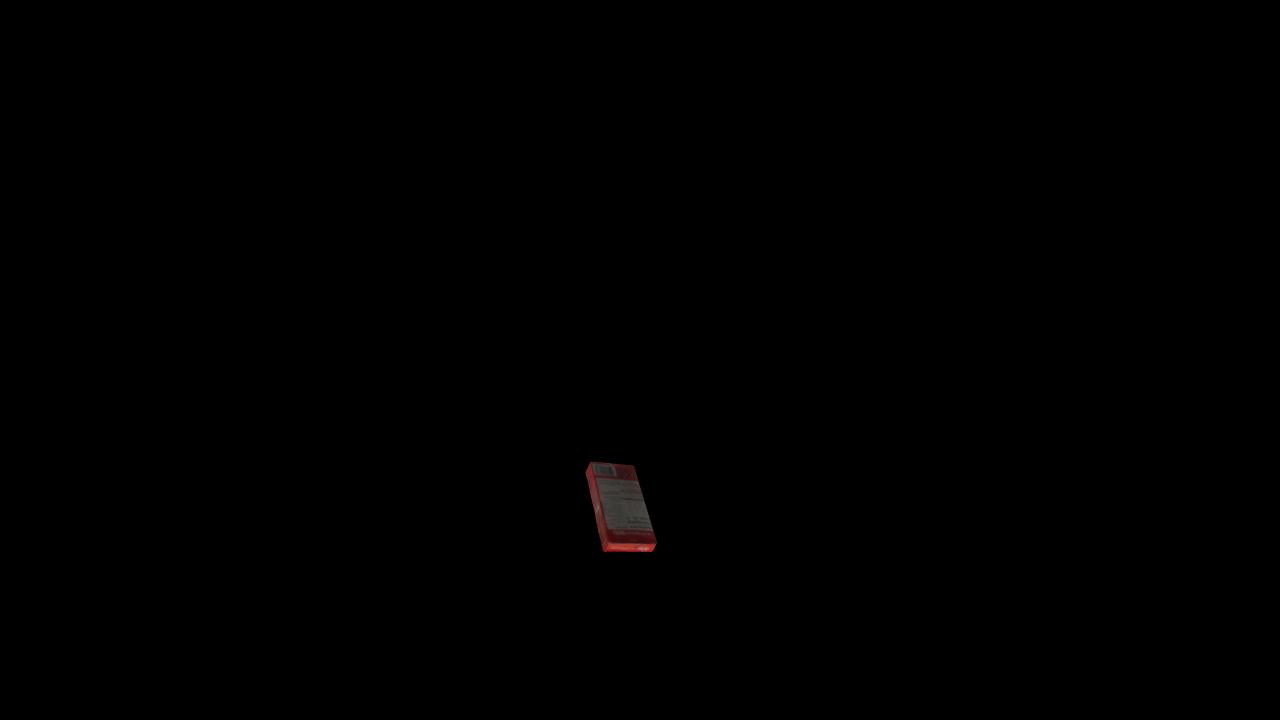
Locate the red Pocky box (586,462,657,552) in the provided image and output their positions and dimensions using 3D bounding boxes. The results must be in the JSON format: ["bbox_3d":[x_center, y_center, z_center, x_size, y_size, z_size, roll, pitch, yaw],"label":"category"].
[{"bbox_3d":[-0.032,0.228,0.961,0.083,0.028,0.155,11,36,-26],"label":"red Pocky box"}]
